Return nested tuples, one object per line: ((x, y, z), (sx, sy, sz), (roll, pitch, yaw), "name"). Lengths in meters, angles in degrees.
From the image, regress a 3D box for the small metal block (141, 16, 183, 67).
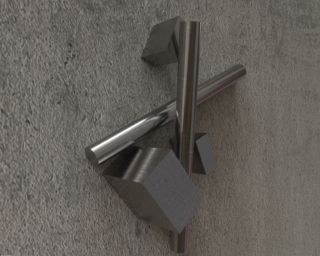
((0.008, -0.109, 0.397), (0.025, 0.050, 0.050), (31, 71, -36), "small metal block")

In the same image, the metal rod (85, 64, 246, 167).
((0.029, -0.031, 0.430), (0.302, 0.025, 0.025), (-31, 110, -36), "metal rod")

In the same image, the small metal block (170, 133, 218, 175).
((0.046, 0.034, 0.430), (0.025, 0.050, 0.050), (-30, 109, -36), "small metal block")

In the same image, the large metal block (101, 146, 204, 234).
((-0.009, 0.069, 0.364), (0.050, 0.080, 0.080), (-48, 119, -30), "large metal block")

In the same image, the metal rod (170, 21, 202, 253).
((0.031, 0.022, 0.395), (0.025, 0.025, 0.298), (-10, 108, -40), "metal rod")
